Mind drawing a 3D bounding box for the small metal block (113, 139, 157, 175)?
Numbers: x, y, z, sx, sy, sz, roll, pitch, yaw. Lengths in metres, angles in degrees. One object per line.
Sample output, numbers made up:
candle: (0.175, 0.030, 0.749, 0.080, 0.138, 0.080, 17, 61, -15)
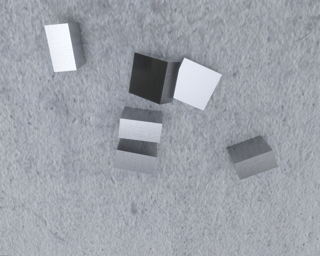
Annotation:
small metal block: (-0.031, 0.034, 0.409, 0.050, 0.050, 0.025, 11, 110, -5)

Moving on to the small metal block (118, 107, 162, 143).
small metal block: (-0.024, -0.005, 0.394, 0.050, 0.050, 0.025, 7, 110, -3)

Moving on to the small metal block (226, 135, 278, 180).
small metal block: (0.121, 0.038, 0.412, 0.050, 0.050, 0.025, -21, 109, 7)

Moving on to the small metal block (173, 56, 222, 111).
small metal block: (0.042, -0.057, 0.390, 0.050, 0.025, 0.050, 22, 108, -9)

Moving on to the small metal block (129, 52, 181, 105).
small metal block: (-0.007, -0.061, 0.374, 0.050, 0.025, 0.050, 24, 113, 32)

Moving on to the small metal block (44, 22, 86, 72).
small metal block: (-0.108, -0.095, 0.360, 0.025, 0.050, 0.050, -5, 110, 1)
